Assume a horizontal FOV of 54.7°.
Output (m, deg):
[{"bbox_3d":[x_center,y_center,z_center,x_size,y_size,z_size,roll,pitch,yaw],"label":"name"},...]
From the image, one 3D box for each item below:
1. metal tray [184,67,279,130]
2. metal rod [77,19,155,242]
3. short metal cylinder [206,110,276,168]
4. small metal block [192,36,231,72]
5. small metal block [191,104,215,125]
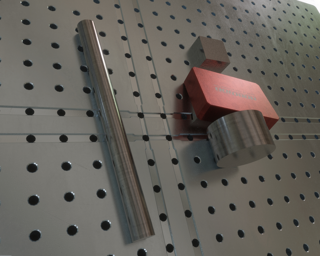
[{"bbox_3d":[0.109,-0.043,0.478,0.131,0.030,0.090,10,42,-23],"label":"metal tray"},{"bbox_3d":[-0.061,-0.014,0.384,0.025,0.025,0.299,-5,64,-31],"label":"metal rod"},{"bbox_3d":[0.110,0.017,0.424,0.081,0.080,0.050,0,62,-29],"label":"short metal cylinder"},{"bbox_3d":[0.088,-0.128,0.536,0.050,0.025,0.050,3,60,-27],"label":"small metal block"},{"bbox_3d":[0.076,-0.032,0.471,0.050,0.025,0.050,11,57,-23],"label":"small metal block"}]
